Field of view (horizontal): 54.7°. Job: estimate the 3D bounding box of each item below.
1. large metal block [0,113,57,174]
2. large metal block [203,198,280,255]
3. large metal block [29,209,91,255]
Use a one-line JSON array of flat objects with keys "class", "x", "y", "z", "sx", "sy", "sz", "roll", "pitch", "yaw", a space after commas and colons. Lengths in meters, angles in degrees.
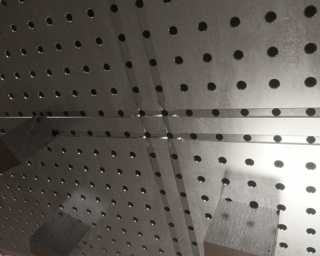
[{"class": "large metal block", "x": -0.235, "y": 0.026, "z": 0.513, "sx": 0.080, "sy": 0.080, "sz": 0.050, "roll": -21, "pitch": 107, "yaw": 35}, {"class": "large metal block", "x": 0.109, "y": 0.146, "z": 0.408, "sx": 0.080, "sy": 0.080, "sz": 0.050, "roll": 7, "pitch": 121, "yaw": 24}, {"class": "large metal block", "x": -0.196, "y": 0.221, "z": 0.613, "sx": 0.080, "sy": 0.080, "sz": 0.050, "roll": 25, "pitch": 127, "yaw": 12}]
